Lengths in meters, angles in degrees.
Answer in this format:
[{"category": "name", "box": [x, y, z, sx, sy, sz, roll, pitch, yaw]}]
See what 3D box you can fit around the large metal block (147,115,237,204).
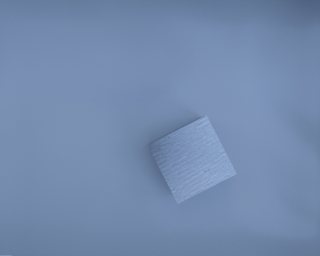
[{"category": "large metal block", "box": [0.039, 0.038, 0.399, 0.080, 0.050, 0.080, -27, 90, 0]}]
